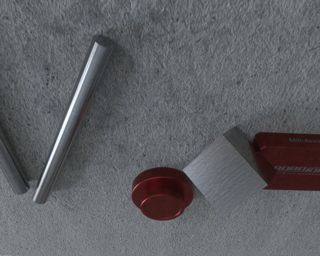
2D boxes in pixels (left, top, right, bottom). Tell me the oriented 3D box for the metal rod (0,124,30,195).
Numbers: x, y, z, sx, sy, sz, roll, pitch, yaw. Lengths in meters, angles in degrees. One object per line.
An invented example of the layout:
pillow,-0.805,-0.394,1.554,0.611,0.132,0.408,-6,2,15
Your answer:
metal rod,-0.222,-0.019,0.387,0.025,0.025,0.298,-2,130,1

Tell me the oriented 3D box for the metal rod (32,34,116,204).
metal rod,-0.126,0.010,0.413,0.025,0.025,0.298,21,127,-17

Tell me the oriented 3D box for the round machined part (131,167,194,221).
round machined part,0.004,0.110,0.490,0.099,0.042,0.097,-1,130,0

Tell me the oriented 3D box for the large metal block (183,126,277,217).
large metal block,0.093,0.057,0.415,0.080,0.050,0.080,50,123,12

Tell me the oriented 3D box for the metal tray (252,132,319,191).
metal tray,0.197,0.051,0.451,0.131,0.030,0.089,2,130,-3
